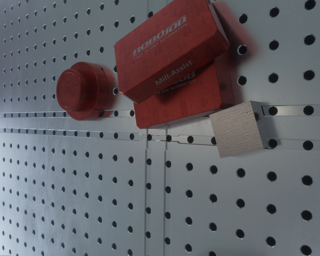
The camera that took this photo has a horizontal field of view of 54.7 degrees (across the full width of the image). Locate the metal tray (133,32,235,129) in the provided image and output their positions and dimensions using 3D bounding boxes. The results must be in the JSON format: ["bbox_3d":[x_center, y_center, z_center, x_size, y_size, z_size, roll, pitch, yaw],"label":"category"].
[{"bbox_3d":[0.021,-0.054,0.389,0.130,0.030,0.090,-14,81,39],"label":"metal tray"}]

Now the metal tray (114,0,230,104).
[{"bbox_3d":[0.007,-0.097,0.365,0.130,0.030,0.090,-29,52,24],"label":"metal tray"}]

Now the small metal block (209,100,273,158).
[{"bbox_3d":[0.087,0.002,0.337,0.050,0.025,0.050,-21,77,38],"label":"small metal block"}]

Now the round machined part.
[{"bbox_3d":[-0.133,-0.060,0.508,0.098,0.042,0.097,0,90,40],"label":"round machined part"}]
